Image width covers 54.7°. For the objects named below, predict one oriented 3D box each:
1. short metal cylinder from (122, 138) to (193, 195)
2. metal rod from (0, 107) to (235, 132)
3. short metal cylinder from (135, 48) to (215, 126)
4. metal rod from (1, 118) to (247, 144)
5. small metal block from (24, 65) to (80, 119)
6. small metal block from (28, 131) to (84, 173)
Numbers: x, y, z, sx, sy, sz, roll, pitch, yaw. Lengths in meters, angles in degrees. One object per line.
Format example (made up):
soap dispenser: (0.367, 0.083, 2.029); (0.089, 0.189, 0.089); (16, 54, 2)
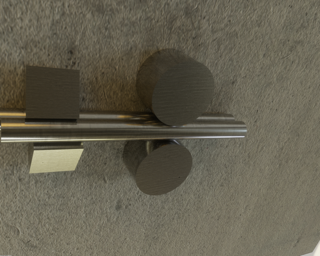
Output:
short metal cylinder: (-0.004, 0.043, 0.417); (0.081, 0.050, 0.079); (-14, 124, -21)
metal rod: (-0.030, -0.009, 0.386); (0.303, 0.025, 0.025); (0, 119, -29)
short metal cylinder: (0.017, -0.049, 0.371); (0.081, 0.050, 0.079); (-14, 124, -21)
metal rod: (-0.019, 0.002, 0.367); (0.303, 0.025, 0.025); (0, 119, -28)
small metal block: (-0.110, -0.034, 0.315); (0.050, 0.025, 0.050); (0, 91, -28)
small metal block: (-0.118, 0.026, 0.347); (0.050, 0.025, 0.050); (0, 145, -29)
